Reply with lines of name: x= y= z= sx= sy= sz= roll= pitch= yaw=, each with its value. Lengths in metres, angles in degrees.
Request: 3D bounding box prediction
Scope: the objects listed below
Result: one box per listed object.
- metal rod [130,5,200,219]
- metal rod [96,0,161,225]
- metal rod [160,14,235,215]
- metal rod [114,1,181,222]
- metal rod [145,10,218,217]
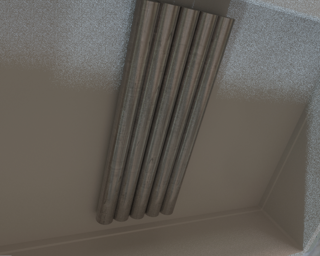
metal rod: x=-0.002 y=-0.002 z=0.405 sx=0.025 sy=0.025 sz=0.298 roll=0 pitch=118 yaw=-29
metal rod: x=-0.045 y=-0.001 z=0.381 sx=0.025 sy=0.025 sz=0.298 roll=0 pitch=118 yaw=-29
metal rod: x=0.043 y=-0.001 z=0.430 sx=0.025 sy=0.025 sz=0.298 roll=0 pitch=118 yaw=-29
metal rod: x=-0.024 y=-0.002 z=0.392 sx=0.025 sy=0.025 sz=0.298 roll=0 pitch=118 yaw=-29
metal rod: x=0.021 y=-0.001 z=0.417 sx=0.025 sy=0.025 sz=0.298 roll=0 pitch=118 yaw=-29
